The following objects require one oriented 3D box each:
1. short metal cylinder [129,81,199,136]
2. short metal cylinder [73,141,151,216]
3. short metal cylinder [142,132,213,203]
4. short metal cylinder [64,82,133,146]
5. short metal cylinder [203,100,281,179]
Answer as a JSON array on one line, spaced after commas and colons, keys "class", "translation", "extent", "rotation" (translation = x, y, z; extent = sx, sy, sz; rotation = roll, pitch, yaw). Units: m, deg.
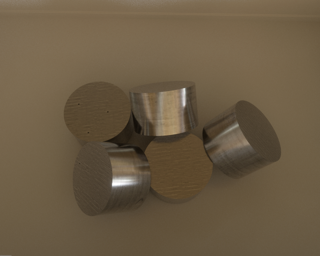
[{"class": "short metal cylinder", "translation": [0.005, -0.026, 0.381], "extent": [0.081, 0.080, 0.050], "rotation": [-8, 106, -3]}, {"class": "short metal cylinder", "translation": [-0.056, 0.056, 0.351], "extent": [0.050, 0.080, 0.080], "rotation": [7, 63, -43]}, {"class": "short metal cylinder", "translation": [0.020, 0.049, 0.377], "extent": [0.081, 0.050, 0.080], "rotation": [0, 70, 0]}, {"class": "short metal cylinder", "translation": [-0.076, -0.012, 0.397], "extent": [0.081, 0.050, 0.080], "rotation": [0, 70, 0]}, {"class": "short metal cylinder", "translation": [0.097, 0.014, 0.369], "extent": [0.080, 0.050, 0.080], "rotation": [27, 44, -30]}]
